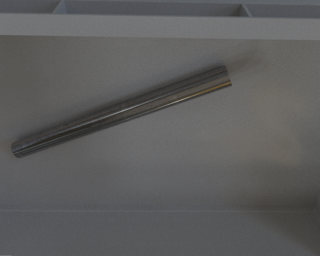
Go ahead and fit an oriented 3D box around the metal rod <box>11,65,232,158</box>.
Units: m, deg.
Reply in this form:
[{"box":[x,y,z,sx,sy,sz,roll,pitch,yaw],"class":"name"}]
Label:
[{"box":[-0.059,-0.015,0.395,0.301,0.025,0.025,-18,128,14],"class":"metal rod"}]
